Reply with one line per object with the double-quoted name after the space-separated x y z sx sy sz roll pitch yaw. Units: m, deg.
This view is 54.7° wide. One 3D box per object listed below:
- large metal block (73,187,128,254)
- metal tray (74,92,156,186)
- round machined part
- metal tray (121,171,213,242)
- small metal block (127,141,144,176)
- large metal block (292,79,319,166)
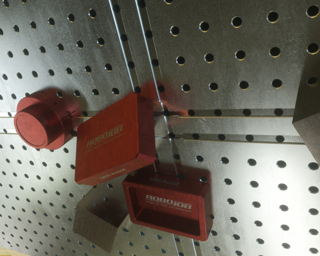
-0.103 0.162 0.550 0.080 0.050 0.079 27 128 11 "large metal block"
-0.064 0.019 0.416 0.130 0.090 0.030 -25 147 37 "metal tray"
-0.194 -0.005 0.499 0.098 0.042 0.097 13 124 21 "round machined part"
0.011 0.117 0.474 0.130 0.030 0.089 6 121 25 "metal tray"
-0.034 0.030 0.431 0.025 0.050 0.050 19 126 17 "small metal block"
0.171 -0.018 0.274 0.080 0.080 0.050 -28 103 37 "large metal block"
